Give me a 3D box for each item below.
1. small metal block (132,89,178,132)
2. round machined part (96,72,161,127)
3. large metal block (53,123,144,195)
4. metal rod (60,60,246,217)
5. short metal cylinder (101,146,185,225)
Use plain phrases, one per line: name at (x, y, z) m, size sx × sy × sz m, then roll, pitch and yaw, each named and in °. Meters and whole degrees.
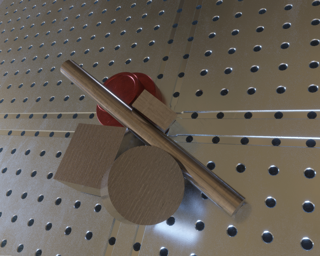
small metal block at (-0.006, -0.019, 0.394) m, size 0.050 × 0.050 × 0.025 m, roll 38°, pitch 85°, yaw 4°
round machined part at (-0.051, -0.042, 0.448) m, size 0.098 × 0.042 × 0.098 m, roll -13°, pitch 56°, yaw 20°
large metal block at (-0.076, 0.043, 0.401) m, size 0.080 × 0.050 × 0.080 m, roll 5°, pitch 64°, yaw 30°
metal rod at (-0.026, -0.003, 0.381) m, size 0.300 × 0.025 × 0.025 m, roll 38°, pitch 83°, yaw 25°
short metal cylinder at (-0.020, 0.063, 0.335) m, size 0.081 × 0.050 × 0.080 m, roll 6°, pitch 72°, yaw -18°
